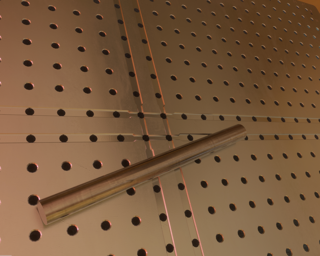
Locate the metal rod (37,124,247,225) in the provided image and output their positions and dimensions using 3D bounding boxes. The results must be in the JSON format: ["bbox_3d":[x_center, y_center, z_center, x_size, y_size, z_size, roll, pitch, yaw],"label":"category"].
[{"bbox_3d":[0.004,0.044,0.385,0.302,0.025,0.025,-18,71,-35],"label":"metal rod"}]
